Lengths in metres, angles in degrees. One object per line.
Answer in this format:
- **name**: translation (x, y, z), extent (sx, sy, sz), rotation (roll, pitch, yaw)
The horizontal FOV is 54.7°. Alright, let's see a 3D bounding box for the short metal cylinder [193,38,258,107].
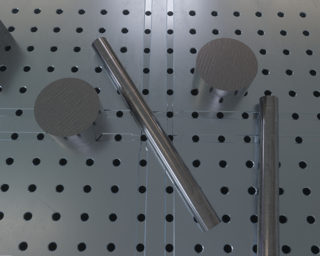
- **short metal cylinder**: translation (0.087, -0.076, 0.427), extent (0.081, 0.050, 0.080), rotation (0, 70, 0)

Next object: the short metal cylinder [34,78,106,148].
- **short metal cylinder**: translation (-0.114, -0.018, 0.404), extent (0.081, 0.050, 0.080), rotation (0, 70, 0)

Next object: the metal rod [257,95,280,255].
- **metal rod**: translation (0.131, 0.100, 0.375), extent (0.025, 0.025, 0.299), rotation (7, 70, 2)

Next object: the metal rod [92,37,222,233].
- **metal rod**: translation (-0.013, -0.003, 0.412), extent (0.025, 0.025, 0.299), rotation (-29, 73, -10)

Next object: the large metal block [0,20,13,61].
- **large metal block**: translation (-0.274, -0.122, 0.441), extent (0.080, 0.050, 0.080), rotation (16, 71, 5)
